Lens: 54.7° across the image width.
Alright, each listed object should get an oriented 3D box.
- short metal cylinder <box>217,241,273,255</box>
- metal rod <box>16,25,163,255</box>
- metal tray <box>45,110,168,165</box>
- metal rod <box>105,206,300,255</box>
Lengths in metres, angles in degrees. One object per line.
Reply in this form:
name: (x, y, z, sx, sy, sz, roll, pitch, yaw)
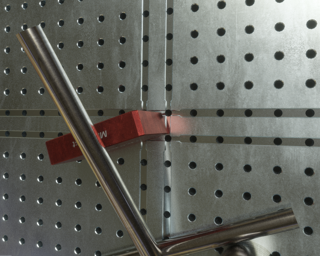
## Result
short metal cylinder: (0.099, 0.180, 0.364, 0.080, 0.050, 0.079, 0, 90, 19)
metal rod: (-0.067, 0.036, 0.342, 0.025, 0.025, 0.299, -18, 109, 19)
metal tray: (-0.066, 0.013, 0.400, 0.130, 0.090, 0.030, -18, 84, 18)
metal rod: (0.023, 0.155, 0.403, 0.300, 0.025, 0.025, -21, 83, 18)
